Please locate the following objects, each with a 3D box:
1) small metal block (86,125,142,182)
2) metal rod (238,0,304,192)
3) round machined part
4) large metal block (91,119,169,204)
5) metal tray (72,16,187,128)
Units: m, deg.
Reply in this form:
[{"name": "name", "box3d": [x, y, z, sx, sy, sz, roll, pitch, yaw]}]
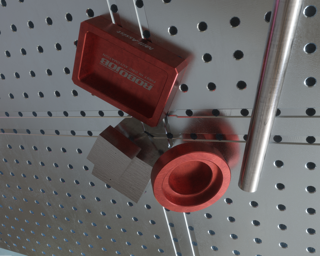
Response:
[{"name": "small metal block", "box3d": [-0.060, 0.033, 0.397, 0.050, 0.025, 0.050, 37, 128, 2]}, {"name": "metal rod", "box3d": [0.115, -0.053, 0.317, 0.025, 0.025, 0.298, 14, 124, 20]}, {"name": "round machined part", "box3d": [0.037, 0.058, 0.397, 0.099, 0.042, 0.097, -5, 122, -8]}, {"name": "large metal block", "box3d": [-0.043, 0.048, 0.446, 0.080, 0.050, 0.079, 32, 128, 7]}, {"name": "metal tray", "box3d": [-0.042, -0.069, 0.386, 0.130, 0.030, 0.089, 29, 128, 9]}]
